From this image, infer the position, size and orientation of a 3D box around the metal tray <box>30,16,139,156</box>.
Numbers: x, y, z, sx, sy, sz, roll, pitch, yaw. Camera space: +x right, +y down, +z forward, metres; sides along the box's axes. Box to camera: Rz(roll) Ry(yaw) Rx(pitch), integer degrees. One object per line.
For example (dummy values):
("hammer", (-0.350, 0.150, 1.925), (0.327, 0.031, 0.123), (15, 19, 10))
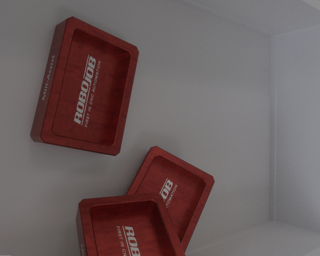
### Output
("metal tray", (-0.077, -0.041, 0.337), (0.091, 0.030, 0.129), (16, 80, -39))

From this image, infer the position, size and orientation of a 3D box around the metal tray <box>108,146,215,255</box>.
("metal tray", (-0.001, 0.099, 0.374), (0.090, 0.030, 0.130), (29, 69, -2))

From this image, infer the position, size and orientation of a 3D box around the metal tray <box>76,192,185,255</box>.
("metal tray", (-0.024, 0.124, 0.291), (0.091, 0.130, 0.030), (0, 130, -24))
